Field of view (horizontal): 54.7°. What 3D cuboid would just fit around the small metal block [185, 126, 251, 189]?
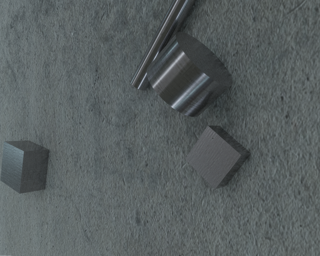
[{"bbox_3d":[0.065,0.032,0.350,0.050,0.025,0.050,45,117,30],"label":"small metal block"}]

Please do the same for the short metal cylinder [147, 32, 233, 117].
[{"bbox_3d":[0.033,-0.059,0.341,0.050,0.081,0.080,-45,63,30],"label":"short metal cylinder"}]

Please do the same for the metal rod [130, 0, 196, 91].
[{"bbox_3d":[0.042,-0.175,0.368,0.025,0.025,0.298,46,117,30],"label":"metal rod"}]

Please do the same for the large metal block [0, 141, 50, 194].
[{"bbox_3d":[-0.264,0.073,0.602,0.080,0.050,0.079,15,99,38],"label":"large metal block"}]
